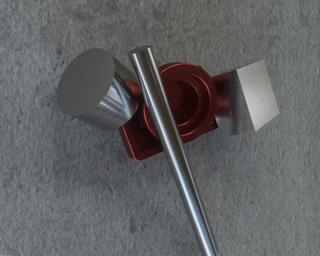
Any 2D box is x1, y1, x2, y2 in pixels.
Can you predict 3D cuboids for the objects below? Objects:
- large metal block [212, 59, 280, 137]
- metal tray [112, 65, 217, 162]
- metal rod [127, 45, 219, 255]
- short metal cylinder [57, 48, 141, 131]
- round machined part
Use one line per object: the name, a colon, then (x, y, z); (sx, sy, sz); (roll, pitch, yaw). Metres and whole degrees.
large metal block: (0.113, -0.042, 0.422); (0.081, 0.050, 0.080); (-26, 100, -45)
metal tray: (0.008, -0.021, 0.411); (0.131, 0.030, 0.090); (-22, 98, -19)
metal rod: (0.025, 0.048, 0.374); (0.025, 0.025, 0.298); (-29, 117, -18)
short metal cylinder: (-0.068, -0.042, 0.350); (0.050, 0.080, 0.080); (34, 76, -54)
round machined part: (0.018, -0.032, 0.383); (0.099, 0.042, 0.097); (-7, 108, -23)
